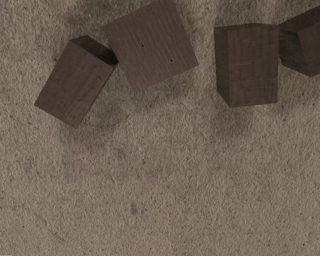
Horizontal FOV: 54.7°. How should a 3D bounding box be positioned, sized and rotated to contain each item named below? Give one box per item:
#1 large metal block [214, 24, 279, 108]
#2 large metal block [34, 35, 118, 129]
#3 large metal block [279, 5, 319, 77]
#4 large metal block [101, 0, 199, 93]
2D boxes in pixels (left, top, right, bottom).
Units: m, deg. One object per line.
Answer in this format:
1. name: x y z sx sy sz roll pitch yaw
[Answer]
1. large metal block: 0.095 -0.075 0.354 0.050 0.080 0.079 -6 110 2
2. large metal block: -0.091 -0.057 0.358 0.050 0.080 0.080 32 107 -11
3. large metal block: 0.182 -0.104 0.345 0.080 0.080 0.050 -24 109 8
4. large metal block: -0.009 -0.098 0.360 0.080 0.050 0.080 -23 109 7
